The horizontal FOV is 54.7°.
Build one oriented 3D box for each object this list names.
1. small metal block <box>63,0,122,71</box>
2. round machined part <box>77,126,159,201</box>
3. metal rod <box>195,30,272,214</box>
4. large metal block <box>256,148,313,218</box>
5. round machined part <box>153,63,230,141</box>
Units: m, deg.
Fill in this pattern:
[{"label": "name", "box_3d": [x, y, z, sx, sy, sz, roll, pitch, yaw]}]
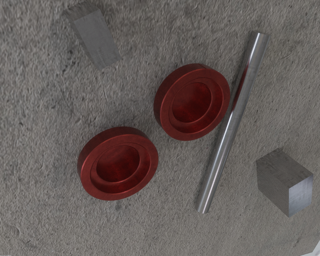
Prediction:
[{"label": "small metal block", "box_3d": [-0.065, -0.090, 0.299, 0.025, 0.050, 0.050, -30, 129, -9]}, {"label": "round machined part", "box_3d": [-0.055, 0.040, 0.391, 0.099, 0.042, 0.097, -14, 124, -21]}, {"label": "metal rod", "box_3d": [0.102, 0.007, 0.466, 0.025, 0.025, 0.298, -2, 119, -28]}, {"label": "large metal block", "box_3d": [0.220, 0.096, 0.551, 0.050, 0.080, 0.080, -27, 128, -12]}, {"label": "round machined part", "box_3d": [0.036, -0.036, 0.394, 0.099, 0.042, 0.097, -14, 124, -21]}]
